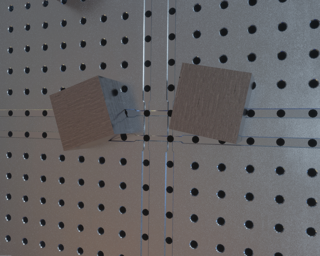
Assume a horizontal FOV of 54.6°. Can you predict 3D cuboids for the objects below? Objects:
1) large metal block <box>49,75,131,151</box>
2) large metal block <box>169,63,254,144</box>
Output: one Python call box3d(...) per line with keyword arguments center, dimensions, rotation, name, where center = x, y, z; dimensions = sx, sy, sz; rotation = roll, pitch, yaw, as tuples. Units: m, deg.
box3d(center=(-0.097, -0.019, 0.434), dimensions=(0.080, 0.050, 0.080), rotation=(-18, 84, 19), name="large metal block")
box3d(center=(0.064, -0.030, 0.377), dimensions=(0.080, 0.050, 0.080), rotation=(13, 94, 19), name="large metal block")
